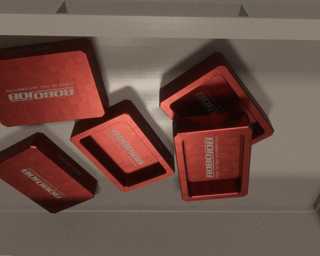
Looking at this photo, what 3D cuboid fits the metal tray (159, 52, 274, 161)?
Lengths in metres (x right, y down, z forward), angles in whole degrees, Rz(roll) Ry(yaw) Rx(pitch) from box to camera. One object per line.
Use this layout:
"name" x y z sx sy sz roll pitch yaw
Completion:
"metal tray" 0.072 -0.020 0.390 0.090 0.030 0.130 -31 124 23

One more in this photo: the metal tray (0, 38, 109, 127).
"metal tray" -0.135 -0.050 0.361 0.131 0.030 0.089 -6 130 4

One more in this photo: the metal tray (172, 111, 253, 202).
"metal tray" 0.068 0.042 0.402 0.091 0.030 0.129 -6 130 4

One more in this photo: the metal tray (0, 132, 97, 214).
"metal tray" -0.170 0.072 0.465 0.090 0.030 0.130 -25 126 19

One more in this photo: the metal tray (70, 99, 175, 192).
"metal tray" -0.047 0.030 0.430 0.090 0.030 0.130 -23 127 18
